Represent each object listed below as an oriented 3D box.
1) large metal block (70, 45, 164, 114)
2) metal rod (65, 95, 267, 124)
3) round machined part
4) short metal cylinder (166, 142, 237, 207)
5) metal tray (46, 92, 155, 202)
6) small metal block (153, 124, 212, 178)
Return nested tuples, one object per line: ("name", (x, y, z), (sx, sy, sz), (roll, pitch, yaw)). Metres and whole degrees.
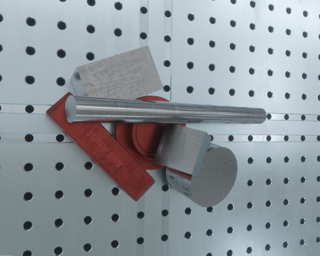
("large metal block", (-0.054, -0.052, 0.363), (0.081, 0.080, 0.050), (-22, 98, -19))
("metal rod", (0.035, -0.018, 0.376), (0.302, 0.025, 0.025), (0, 90, -40))
("round machined part", (-0.010, 0.006, 0.404), (0.099, 0.042, 0.097), (0, 90, -21))
("short metal cylinder", (0.055, 0.057, 0.408), (0.081, 0.050, 0.079), (-10, 108, -33))
("metal tray", (-0.071, 0.021, 0.352), (0.030, 0.090, 0.130), (-46, 105, -14))
("small metal block", (0.027, 0.025, 0.364), (0.025, 0.050, 0.050), (36, 72, -60))
